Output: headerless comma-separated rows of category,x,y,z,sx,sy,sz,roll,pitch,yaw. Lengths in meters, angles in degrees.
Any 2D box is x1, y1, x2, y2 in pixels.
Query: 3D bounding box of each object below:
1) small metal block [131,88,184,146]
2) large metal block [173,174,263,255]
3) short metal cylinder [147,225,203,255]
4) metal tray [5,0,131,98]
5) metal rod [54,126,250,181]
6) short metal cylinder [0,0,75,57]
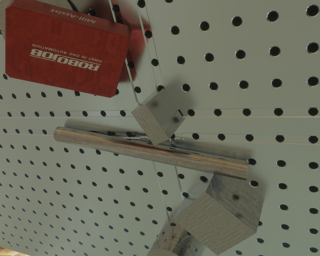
small metal block,-0.001,-0.015,0.387,0.025,0.050,0.050,-25,105,37
large metal block,0.079,0.116,0.426,0.080,0.050,0.080,39,129,1
short metal cylinder,0.025,0.209,0.511,0.080,0.050,0.079,13,124,21
metal tray,-0.109,-0.091,0.367,0.131,0.030,0.089,11,131,-16
metal rod,-0.027,0.031,0.444,0.301,0.025,0.025,9,122,23
short metal cylinder,-0.153,-0.130,0.389,0.080,0.050,0.079,12,117,24
